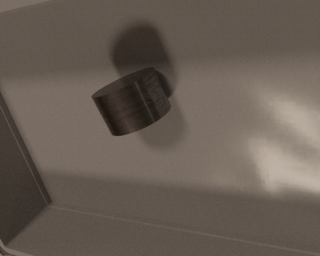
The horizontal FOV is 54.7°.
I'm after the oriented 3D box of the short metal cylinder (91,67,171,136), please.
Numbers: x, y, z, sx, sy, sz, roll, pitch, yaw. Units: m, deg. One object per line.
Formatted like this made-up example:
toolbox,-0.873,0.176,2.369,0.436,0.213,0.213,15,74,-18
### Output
short metal cylinder,-0.033,-0.032,0.369,0.080,0.080,0.050,-12,112,33
